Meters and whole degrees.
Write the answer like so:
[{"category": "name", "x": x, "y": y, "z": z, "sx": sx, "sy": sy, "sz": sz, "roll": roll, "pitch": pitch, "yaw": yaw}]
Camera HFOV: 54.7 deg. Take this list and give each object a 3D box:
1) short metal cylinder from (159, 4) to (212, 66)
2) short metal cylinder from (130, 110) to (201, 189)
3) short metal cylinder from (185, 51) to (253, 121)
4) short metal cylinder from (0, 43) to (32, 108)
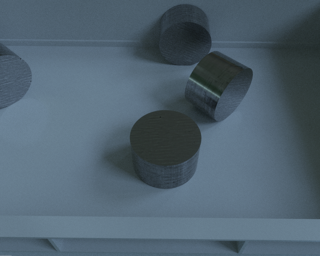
[{"category": "short metal cylinder", "x": 0.039, "y": -0.147, "z": 0.493, "sx": 0.080, "sy": 0.080, "sz": 0.050, "roll": 1, "pitch": 50, "yaw": 0}, {"category": "short metal cylinder", "x": 0.006, "y": 0.025, "z": 0.368, "sx": 0.080, "sy": 0.050, "sz": 0.080, "roll": 0, "pitch": 50, "yaw": 0}, {"category": "short metal cylinder", "x": 0.079, "y": -0.056, "z": 0.417, "sx": 0.050, "sy": 0.080, "sz": 0.080, "roll": 37, "pitch": 59, "yaw": 27}, {"category": "short metal cylinder", "x": -0.230, "y": -0.075, "z": 0.431, "sx": 0.050, "sy": 0.080, "sz": 0.080, "roll": 36, "pitch": 59, "yaw": 26}]
